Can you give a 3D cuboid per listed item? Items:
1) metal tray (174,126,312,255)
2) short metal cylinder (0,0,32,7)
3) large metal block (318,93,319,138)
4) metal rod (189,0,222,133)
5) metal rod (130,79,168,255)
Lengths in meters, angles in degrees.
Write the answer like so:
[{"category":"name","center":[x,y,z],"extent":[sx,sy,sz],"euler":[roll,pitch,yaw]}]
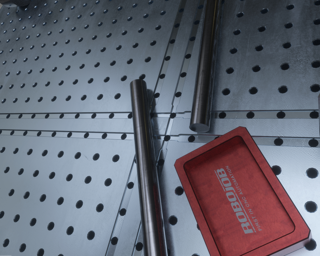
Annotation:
[{"category":"metal tray","center":[0.078,0.071,0.319],"extent":[0.090,0.030,0.130],"euler":[-29,52,9]},{"category":"short metal cylinder","center":[-0.371,-0.349,0.782],"extent":[0.050,0.080,0.080],"euler":[11,67,33]},{"category":"large metal block","center":[0.196,-0.017,0.280],"extent":[0.080,0.080,0.050],"euler":[22,74,36]},{"category":"metal rod","center":[0.072,-0.131,0.450],"extent":[0.025,0.025,0.300],"euler":[-4,60,26]},{"category":"metal rod","center":[-0.015,0.058,0.380],"extent":[0.025,0.025,0.299],"euler":[-20,54,17]}]
